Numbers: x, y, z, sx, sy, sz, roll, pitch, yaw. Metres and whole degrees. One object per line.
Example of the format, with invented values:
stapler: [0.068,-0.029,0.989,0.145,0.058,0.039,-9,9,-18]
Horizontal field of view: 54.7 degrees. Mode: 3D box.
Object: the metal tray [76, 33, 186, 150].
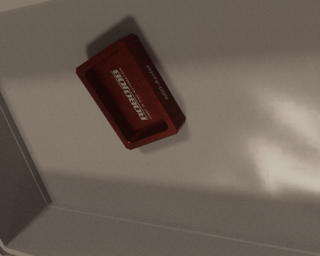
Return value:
metal tray: [-0.037,-0.041,0.397,0.090,0.030,0.130,-21,107,35]
